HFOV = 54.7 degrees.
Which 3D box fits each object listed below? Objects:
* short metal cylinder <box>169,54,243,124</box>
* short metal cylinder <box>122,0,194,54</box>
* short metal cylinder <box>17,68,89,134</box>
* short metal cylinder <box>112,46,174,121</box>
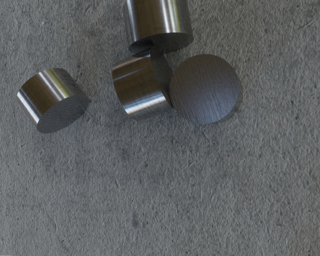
[{"bbox_3d":[0.057,-0.044,0.375,0.080,0.050,0.080,0,90,20],"label":"short metal cylinder"},{"bbox_3d":[-0.002,-0.126,0.381,0.080,0.080,0.050,-10,87,20],"label":"short metal cylinder"},{"bbox_3d":[-0.147,-0.037,0.432,0.080,0.080,0.050,-43,77,15],"label":"short metal cylinder"},{"bbox_3d":[-0.016,-0.054,0.385,0.050,0.080,0.080,-19,84,19],"label":"short metal cylinder"}]
